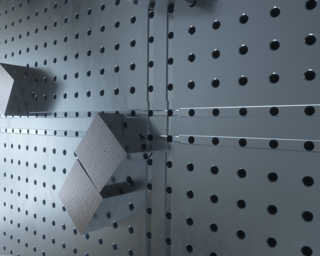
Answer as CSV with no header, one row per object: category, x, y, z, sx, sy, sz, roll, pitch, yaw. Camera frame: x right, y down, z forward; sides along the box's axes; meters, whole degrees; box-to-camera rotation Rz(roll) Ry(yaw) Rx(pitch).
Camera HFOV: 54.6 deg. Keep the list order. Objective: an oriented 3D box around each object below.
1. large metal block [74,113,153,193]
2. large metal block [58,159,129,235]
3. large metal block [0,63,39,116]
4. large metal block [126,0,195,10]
large metal block,-0.070,0.034,0.452,0.080,0.050,0.080,51,120,28
large metal block,-0.105,0.103,0.482,0.080,0.050,0.080,47,118,30
large metal block,-0.306,-0.080,0.648,0.080,0.050,0.080,39,114,33
large metal block,0.002,-0.201,0.393,0.080,0.050,0.080,13,98,39
